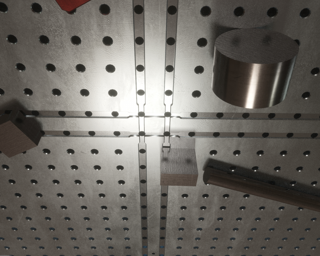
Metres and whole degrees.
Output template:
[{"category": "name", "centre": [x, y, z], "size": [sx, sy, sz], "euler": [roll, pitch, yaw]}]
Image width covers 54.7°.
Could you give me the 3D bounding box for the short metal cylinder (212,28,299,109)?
[{"category": "short metal cylinder", "centre": [0.096, -0.064, 0.323], "size": [0.081, 0.080, 0.050], "euler": [-2, 130, 1]}]

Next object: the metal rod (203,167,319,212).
[{"category": "metal rod", "centre": [0.212, 0.113, 0.510], "size": [0.302, 0.025, 0.025], "euler": [16, 128, -14]}]

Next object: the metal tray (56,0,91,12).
[{"category": "metal tray", "centre": [-0.053, -0.170, 0.263], "size": [0.130, 0.030, 0.090], "euler": [-21, 127, 16]}]

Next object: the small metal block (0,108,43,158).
[{"category": "small metal block", "centre": [-0.198, 0.008, 0.415], "size": [0.050, 0.025, 0.050], "euler": [-21, 127, 17]}]

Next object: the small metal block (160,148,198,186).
[{"category": "small metal block", "centre": [0.026, 0.055, 0.443], "size": [0.050, 0.050, 0.025], "euler": [2, 130, -2]}]
